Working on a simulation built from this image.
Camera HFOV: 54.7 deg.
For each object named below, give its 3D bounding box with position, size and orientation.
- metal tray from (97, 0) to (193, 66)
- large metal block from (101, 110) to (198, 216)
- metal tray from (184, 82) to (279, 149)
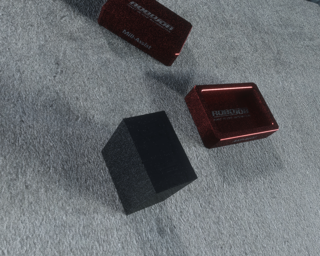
[{"bbox_3d":[-0.020,-0.165,0.491,0.130,0.030,0.090,30,52,-9],"label":"metal tray"},{"bbox_3d":[-0.016,0.039,0.336,0.050,0.080,0.080,-13,69,-34],"label":"large metal block"},{"bbox_3d":[0.111,-0.023,0.473,0.131,0.030,0.090,-8,66,-32],"label":"metal tray"}]
